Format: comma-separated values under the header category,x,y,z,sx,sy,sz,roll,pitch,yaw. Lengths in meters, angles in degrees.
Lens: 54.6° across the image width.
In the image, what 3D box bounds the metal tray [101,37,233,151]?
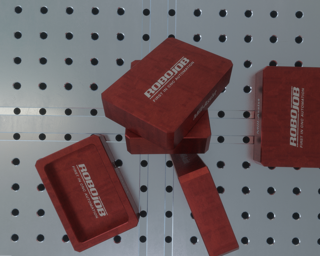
category,x,y,z,sx,sy,sz,roll,pitch,yaw
metal tray,0.011,-0.045,0.345,0.090,0.030,0.131,28,56,22

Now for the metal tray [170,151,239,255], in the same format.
category,x,y,z,sx,sy,sz,roll,pitch,yaw
metal tray,0.045,0.075,0.356,0.030,0.130,0.090,-22,97,0

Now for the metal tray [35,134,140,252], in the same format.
category,x,y,z,sx,sy,sz,roll,pitch,yaw
metal tray,-0.093,0.084,0.410,0.090,0.030,0.130,-25,90,0

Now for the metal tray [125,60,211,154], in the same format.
category,x,y,z,sx,sy,sz,roll,pitch,yaw
metal tray,0.008,-0.030,0.373,0.090,0.030,0.130,0,50,0

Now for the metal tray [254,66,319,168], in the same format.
category,x,y,z,sx,sy,sz,roll,pitch,yaw
metal tray,0.176,-0.014,0.412,0.090,0.030,0.129,2,90,0
